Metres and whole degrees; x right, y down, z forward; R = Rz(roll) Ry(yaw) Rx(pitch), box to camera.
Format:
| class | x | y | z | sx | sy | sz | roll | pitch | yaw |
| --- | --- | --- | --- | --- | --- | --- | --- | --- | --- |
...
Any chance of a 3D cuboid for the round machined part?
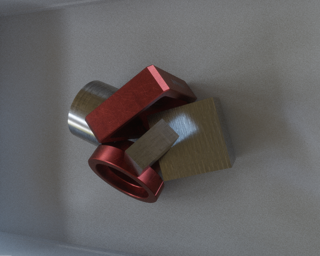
| class | x | y | z | sx | sy | sz | roll | pitch | yaw |
| --- | --- | --- | --- | --- | --- | --- | --- | --- | --- |
| round machined part | -0.037 | 0.051 | 0.392 | 0.098 | 0.098 | 0.042 | 22 | 62 | 18 |

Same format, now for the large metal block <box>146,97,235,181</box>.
| class | x | y | z | sx | sy | sz | roll | pitch | yaw |
| --- | --- | --- | --- | --- | --- | --- | --- | --- | --- |
| large metal block | 0.039 | 0.012 | 0.373 | 0.080 | 0.050 | 0.080 | -15 | 90 | 19 |

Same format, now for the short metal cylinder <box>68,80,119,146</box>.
| class | x | y | z | sx | sy | sz | roll | pitch | yaw |
| --- | --- | --- | --- | --- | --- | --- | --- | --- | --- |
| short metal cylinder | -0.073 | -0.016 | 0.404 | 0.050 | 0.080 | 0.080 | 24 | 98 | 18 |

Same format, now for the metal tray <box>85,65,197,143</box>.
| class | x | y | z | sx | sy | sz | roll | pitch | yaw |
| --- | --- | --- | --- | --- | --- | --- | --- | --- | --- |
| metal tray | -0.014 | -0.023 | 0.357 | 0.090 | 0.130 | 0.030 | -37 | 80 | 16 |

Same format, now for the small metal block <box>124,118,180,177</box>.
| class | x | y | z | sx | sy | sz | roll | pitch | yaw |
| --- | --- | --- | --- | --- | --- | --- | --- | --- | --- |
| small metal block | -0.010 | 0.022 | 0.326 | 0.050 | 0.050 | 0.025 | -42 | 83 | -18 |
